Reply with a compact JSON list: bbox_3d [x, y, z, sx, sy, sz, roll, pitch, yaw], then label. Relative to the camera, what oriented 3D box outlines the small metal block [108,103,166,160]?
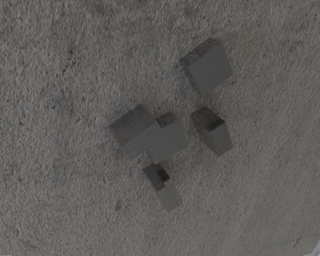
[{"bbox_3d":[-0.029,0.003,0.377,0.050,0.050,0.025,-36,129,-5],"label":"small metal block"}]

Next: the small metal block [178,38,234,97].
[{"bbox_3d":[0.059,-0.076,0.392,0.050,0.025,0.050,-37,129,-4],"label":"small metal block"}]

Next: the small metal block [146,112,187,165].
[{"bbox_3d":[0.003,0.014,0.417,0.050,0.025,0.050,-28,128,-11],"label":"small metal block"}]

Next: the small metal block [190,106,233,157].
[{"bbox_3d":[0.072,0.004,0.433,0.025,0.050,0.050,-32,129,-7],"label":"small metal block"}]

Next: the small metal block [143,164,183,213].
[{"bbox_3d":[0.004,0.084,0.445,0.025,0.050,0.050,-30,129,-9],"label":"small metal block"}]
